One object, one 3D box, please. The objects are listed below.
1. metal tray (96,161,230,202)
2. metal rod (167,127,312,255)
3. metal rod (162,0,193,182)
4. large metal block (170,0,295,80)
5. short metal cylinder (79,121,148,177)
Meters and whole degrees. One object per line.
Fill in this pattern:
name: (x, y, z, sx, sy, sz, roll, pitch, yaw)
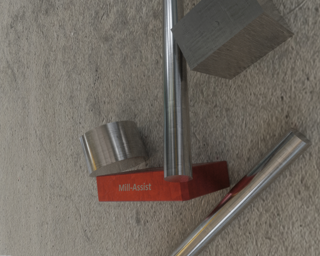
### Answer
metal tray: (0.002, 0.062, 0.359, 0.130, 0.091, 0.030, -11, 83, 39)
metal rod: (0.055, 0.118, 0.357, 0.025, 0.025, 0.298, 50, 119, 28)
metal rod: (0.015, -0.092, 0.331, 0.025, 0.025, 0.299, -21, 58, 38)
large metal block: (0.073, -0.096, 0.308, 0.080, 0.081, 0.050, -36, 68, 34)
short metal cylinder: (-0.062, 0.029, 0.418, 0.080, 0.081, 0.050, -31, 71, 35)
